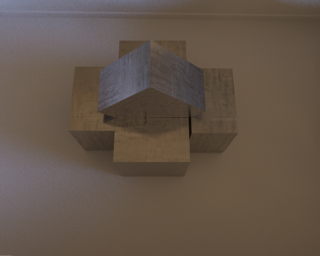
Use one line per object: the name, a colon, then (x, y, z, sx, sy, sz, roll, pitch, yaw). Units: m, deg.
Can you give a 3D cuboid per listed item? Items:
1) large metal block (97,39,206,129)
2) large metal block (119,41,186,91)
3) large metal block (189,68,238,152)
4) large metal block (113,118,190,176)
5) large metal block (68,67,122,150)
large metal block: (-0.009, -0.040, 0.334, 0.080, 0.080, 0.050, 19, 63, -42)
large metal block: (-0.009, -0.069, 0.404, 0.081, 0.080, 0.050, 0, 70, 0)
large metal block: (0.059, -0.019, 0.384, 0.050, 0.080, 0.080, 0, 70, 0)
large metal block: (-0.009, 0.025, 0.370, 0.081, 0.080, 0.050, 0, 70, 0)
large metal block: (-0.074, -0.021, 0.387, 0.050, 0.080, 0.080, 0, 70, 0)
